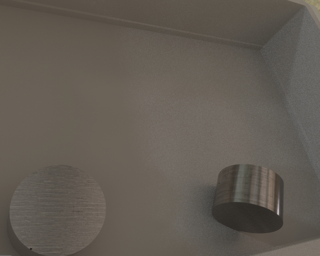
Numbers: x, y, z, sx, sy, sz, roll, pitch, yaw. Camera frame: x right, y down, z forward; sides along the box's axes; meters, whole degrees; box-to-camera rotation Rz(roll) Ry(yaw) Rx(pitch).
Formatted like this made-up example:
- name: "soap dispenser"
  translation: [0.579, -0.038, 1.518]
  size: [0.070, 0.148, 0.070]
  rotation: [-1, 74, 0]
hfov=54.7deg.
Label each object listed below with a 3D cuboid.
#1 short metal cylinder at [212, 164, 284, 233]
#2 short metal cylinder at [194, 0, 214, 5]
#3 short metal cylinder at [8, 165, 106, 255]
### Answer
- name: "short metal cylinder"
  translation: [0.108, 0.087, 0.377]
  size: [0.080, 0.080, 0.050]
  rotation: [27, 52, -12]
- name: "short metal cylinder"
  translation: [0.089, -0.298, 0.624]
  size: [0.081, 0.050, 0.080]
  rotation: [14, 56, -21]
- name: "short metal cylinder"
  translation: [-0.097, 0.081, 0.289]
  size: [0.081, 0.050, 0.080]
  rotation: [14, 56, -21]
